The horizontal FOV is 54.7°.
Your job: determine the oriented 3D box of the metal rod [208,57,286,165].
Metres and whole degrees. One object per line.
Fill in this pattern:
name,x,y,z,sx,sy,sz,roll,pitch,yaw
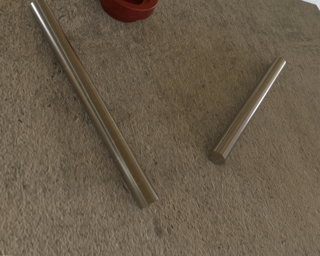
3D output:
metal rod,0.156,-0.044,0.517,0.025,0.025,0.301,43,51,1

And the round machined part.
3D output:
round machined part,-0.056,-0.207,0.491,0.099,0.042,0.098,14,56,-21

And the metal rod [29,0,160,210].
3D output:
metal rod,-0.087,-0.039,0.381,0.025,0.025,0.299,-21,73,-36
